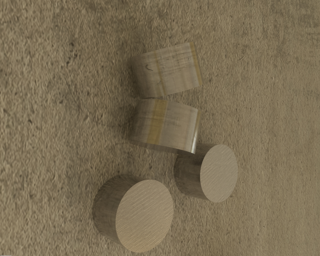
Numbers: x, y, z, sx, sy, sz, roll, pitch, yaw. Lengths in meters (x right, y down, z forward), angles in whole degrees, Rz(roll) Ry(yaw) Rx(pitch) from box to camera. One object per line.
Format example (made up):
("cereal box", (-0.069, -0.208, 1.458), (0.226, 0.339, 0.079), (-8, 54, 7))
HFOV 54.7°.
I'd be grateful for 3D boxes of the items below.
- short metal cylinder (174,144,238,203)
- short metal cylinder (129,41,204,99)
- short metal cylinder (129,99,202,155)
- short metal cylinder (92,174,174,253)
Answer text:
("short metal cylinder", (0.067, 0.062, 0.444), (0.081, 0.050, 0.080), (0, 90, -40))
("short metal cylinder", (0.008, -0.070, 0.376), (0.081, 0.080, 0.050), (-23, 105, -38))
("short metal cylinder", (0.007, 0.001, 0.375), (0.080, 0.080, 0.050), (18, 79, -39))
("short metal cylinder", (-0.031, 0.097, 0.363), (0.081, 0.050, 0.080), (0, 90, -40))
